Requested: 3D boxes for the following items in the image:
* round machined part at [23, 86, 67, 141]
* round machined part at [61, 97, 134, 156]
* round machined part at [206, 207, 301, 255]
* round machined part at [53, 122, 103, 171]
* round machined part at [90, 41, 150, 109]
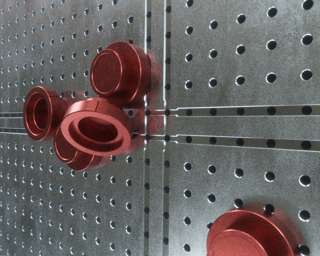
[{"bbox_3d":[-0.205,-0.025,0.564,0.098,0.042,0.097,0,90,39],"label":"round machined part"},{"bbox_3d":[-0.086,-0.005,0.443,0.098,0.098,0.042,-30,36,35],"label":"round machined part"},{"bbox_3d":[0.090,0.135,0.323,0.098,0.042,0.097,0,90,39],"label":"round machined part"},{"bbox_3d":[-0.138,0.022,0.509,0.098,0.042,0.097,0,90,39],"label":"round machined part"},{"bbox_3d":[-0.064,-0.077,0.449,0.098,0.042,0.097,0,90,39],"label":"round machined part"}]
